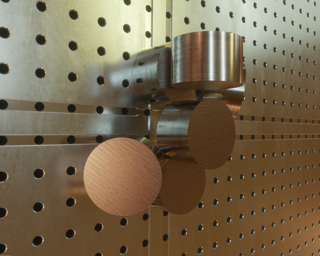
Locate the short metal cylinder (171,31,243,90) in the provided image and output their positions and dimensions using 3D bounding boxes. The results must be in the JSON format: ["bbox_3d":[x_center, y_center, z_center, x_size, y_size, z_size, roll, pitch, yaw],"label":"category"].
[{"bbox_3d":[0.053,-0.073,0.350,0.081,0.080,0.050,0,90,-40],"label":"short metal cylinder"}]

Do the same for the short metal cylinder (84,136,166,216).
[{"bbox_3d":[-0.035,0.048,0.336,0.050,0.080,0.079,-16,104,-84],"label":"short metal cylinder"}]

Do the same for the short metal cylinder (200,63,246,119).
[{"bbox_3d":[0.084,-0.055,0.434,0.050,0.080,0.080,8,83,1],"label":"short metal cylinder"}]

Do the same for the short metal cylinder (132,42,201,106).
[{"bbox_3d":[0.012,-0.069,0.402,0.081,0.050,0.079,-1,91,-40],"label":"short metal cylinder"}]

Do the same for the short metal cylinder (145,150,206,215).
[{"bbox_3d":[0.014,0.067,0.403,0.081,0.050,0.079,-1,92,-40],"label":"short metal cylinder"}]

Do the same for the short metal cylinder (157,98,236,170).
[{"bbox_3d":[0.043,0.006,0.362,0.081,0.050,0.079,0,90,-40],"label":"short metal cylinder"}]
